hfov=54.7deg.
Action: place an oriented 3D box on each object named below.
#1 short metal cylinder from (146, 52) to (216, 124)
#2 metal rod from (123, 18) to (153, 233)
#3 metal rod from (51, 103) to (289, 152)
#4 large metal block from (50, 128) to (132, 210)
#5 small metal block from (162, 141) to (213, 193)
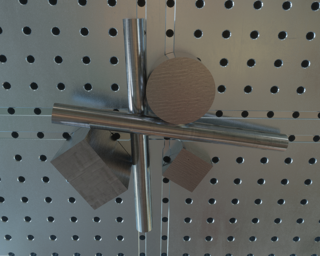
[{"bbox_3d":[0.024,-0.050,0.382,0.081,0.050,0.079,0,110,-1],"label":"short metal cylinder"},{"bbox_3d":[-0.027,0.010,0.417,0.025,0.025,0.298,-2,110,0],"label":"metal rod"},{"bbox_3d":[0.022,0.001,0.394,0.302,0.025,0.025,7,110,-11],"label":"metal rod"},{"bbox_3d":[-0.082,0.042,0.397,0.050,0.080,0.080,-33,107,11],"label":"large metal block"},{"bbox_3d":[0.038,0.054,0.435,0.050,0.025,0.050,32,107,-12],"label":"small metal block"}]
